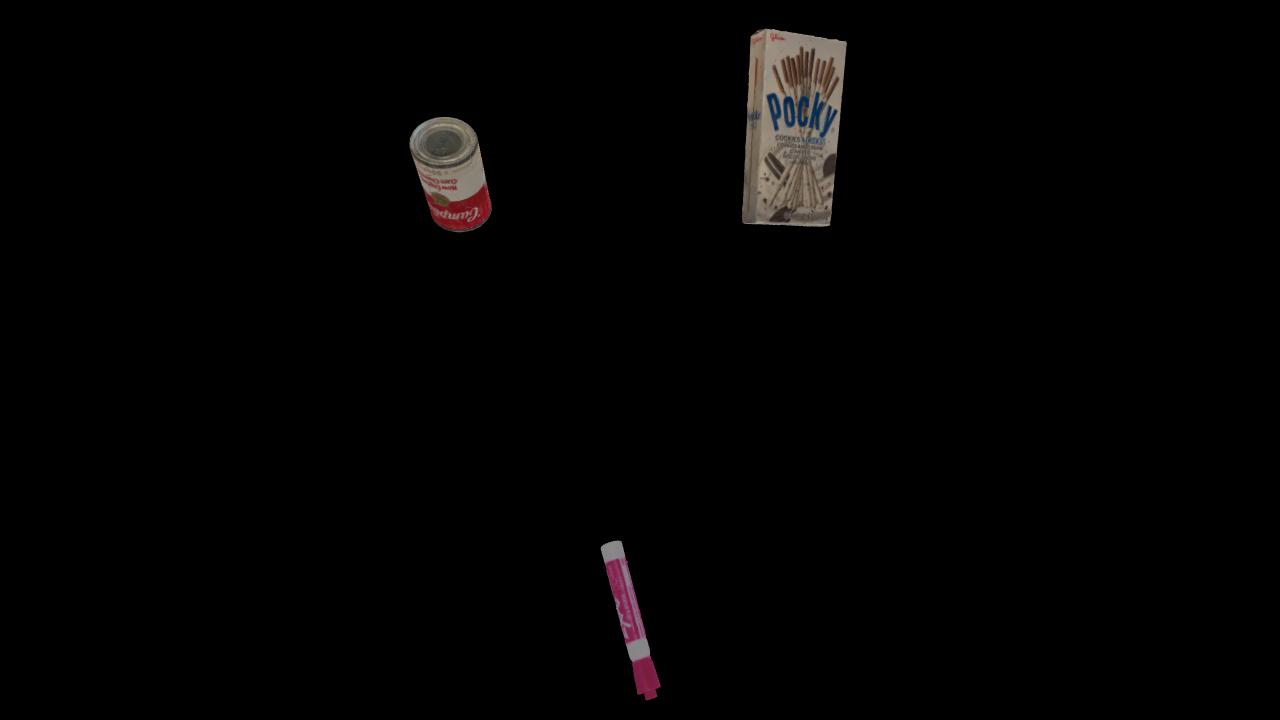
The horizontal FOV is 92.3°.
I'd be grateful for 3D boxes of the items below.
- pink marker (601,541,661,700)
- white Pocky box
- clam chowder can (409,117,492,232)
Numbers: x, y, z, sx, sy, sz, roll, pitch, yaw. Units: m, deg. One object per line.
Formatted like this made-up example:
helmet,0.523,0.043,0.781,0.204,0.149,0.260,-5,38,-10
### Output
pink marker,-0.008,0.208,0.497,0.020,0.121,0.020,-14,-29,-8
white Pocky box,0.131,-0.194,0.529,0.084,0.154,0.028,-4,13,-22
clam chowder can,-0.196,-0.193,0.646,0.068,0.068,0.102,0,-27,-5
